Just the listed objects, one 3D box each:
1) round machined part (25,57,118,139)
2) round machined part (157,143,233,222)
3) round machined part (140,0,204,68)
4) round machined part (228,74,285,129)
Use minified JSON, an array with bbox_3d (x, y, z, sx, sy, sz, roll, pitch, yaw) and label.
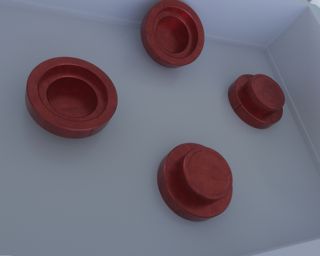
[{"bbox_3d":[-0.103,-0.031,0.358,0.099,0.042,0.098,14,56,-21],"label":"round machined part"},{"bbox_3d":[0.050,0.062,0.384,0.099,0.042,0.098,14,56,-21],"label":"round machined part"},{"bbox_3d":[0.015,-0.139,0.472,0.099,0.042,0.097,1,88,-26],"label":"round machined part"},{"bbox_3d":[0.166,-0.051,0.515,0.099,0.042,0.098,14,56,-21],"label":"round machined part"}]
